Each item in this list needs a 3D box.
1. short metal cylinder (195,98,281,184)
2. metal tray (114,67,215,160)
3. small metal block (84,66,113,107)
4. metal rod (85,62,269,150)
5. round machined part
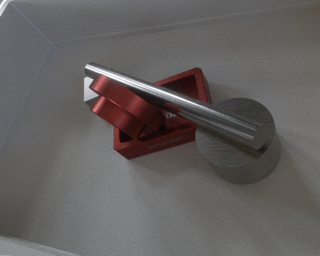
[{"bbox_3d":[0.085,0.014,0.334,0.080,0.050,0.080,-13,56,20],"label":"short metal cylinder"},{"bbox_3d":[0.003,-0.019,0.408,0.130,0.030,0.090,-17,55,17],"label":"metal tray"},{"bbox_3d":[-0.091,-0.062,0.488,0.050,0.025,0.050,-20,54,16],"label":"small metal block"},{"bbox_3d":[-0.008,-0.041,0.379,0.300,0.025,0.025,27,76,43],"label":"metal rod"},{"bbox_3d":[-0.045,-0.021,0.375,0.098,0.098,0.042,31,87,37],"label":"round machined part"}]
